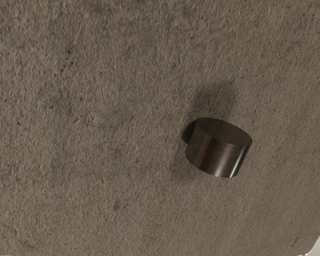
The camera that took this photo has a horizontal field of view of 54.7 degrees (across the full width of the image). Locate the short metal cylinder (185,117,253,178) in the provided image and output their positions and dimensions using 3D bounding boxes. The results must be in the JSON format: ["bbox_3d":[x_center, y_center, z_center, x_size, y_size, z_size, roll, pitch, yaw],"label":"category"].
[{"bbox_3d":[0.081,0.025,0.433,0.081,0.080,0.050,3,117,-31],"label":"short metal cylinder"}]
